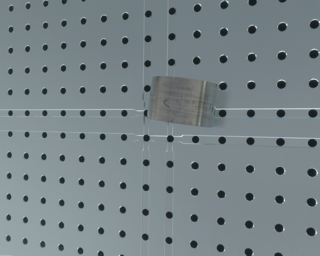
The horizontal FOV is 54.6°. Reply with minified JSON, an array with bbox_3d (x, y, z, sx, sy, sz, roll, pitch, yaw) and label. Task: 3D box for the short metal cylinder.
[{"bbox_3d":[0.027,-0.031,0.374,0.080,0.080,0.050,9,93,20],"label":"short metal cylinder"}]
